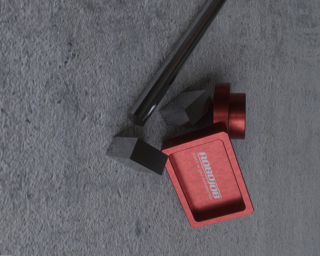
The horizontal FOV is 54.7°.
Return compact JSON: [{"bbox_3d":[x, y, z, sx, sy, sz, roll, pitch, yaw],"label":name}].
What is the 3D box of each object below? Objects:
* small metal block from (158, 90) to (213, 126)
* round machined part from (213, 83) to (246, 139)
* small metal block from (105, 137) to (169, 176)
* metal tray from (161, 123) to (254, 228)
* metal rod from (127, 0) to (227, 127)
[{"bbox_3d":[0.035,-0.027,0.420,0.050,0.050,0.025,-42,116,-32],"label":"small metal block"},{"bbox_3d":[0.103,-0.017,0.452,0.098,0.042,0.097,0,91,-75],"label":"round machined part"},{"bbox_3d":[-0.027,0.033,0.368,0.050,0.050,0.025,33,69,-36],"label":"small metal block"},{"bbox_3d":[0.065,0.067,0.420,0.030,0.090,0.129,-77,147,-68],"label":"metal tray"},{"bbox_3d":[0.044,-0.125,0.443,0.025,0.025,0.300,47,62,-30],"label":"metal rod"}]
